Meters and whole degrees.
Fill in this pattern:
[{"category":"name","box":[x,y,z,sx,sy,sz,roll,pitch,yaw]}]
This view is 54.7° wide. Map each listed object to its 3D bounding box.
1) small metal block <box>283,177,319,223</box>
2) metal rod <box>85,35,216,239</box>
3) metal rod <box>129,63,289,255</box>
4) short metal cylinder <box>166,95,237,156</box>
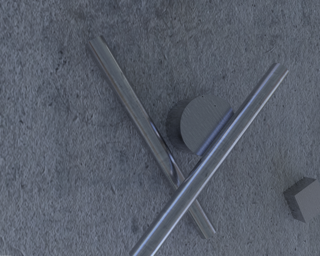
[{"category":"small metal block","box":[0.232,0.114,0.495,0.050,0.025,0.050,-29,100,-18]},{"category":"metal rod","box":[-0.007,0.020,0.406,0.025,0.025,0.299,-34,101,-17]},{"category":"metal rod","box":[0.067,0.035,0.380,0.025,0.025,0.300,43,77,-15]},{"category":"short metal cylinder","box":[0.054,-0.003,0.416,0.081,0.050,0.079,0,90,-20]}]
